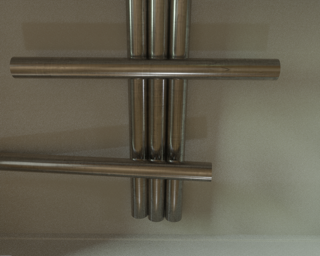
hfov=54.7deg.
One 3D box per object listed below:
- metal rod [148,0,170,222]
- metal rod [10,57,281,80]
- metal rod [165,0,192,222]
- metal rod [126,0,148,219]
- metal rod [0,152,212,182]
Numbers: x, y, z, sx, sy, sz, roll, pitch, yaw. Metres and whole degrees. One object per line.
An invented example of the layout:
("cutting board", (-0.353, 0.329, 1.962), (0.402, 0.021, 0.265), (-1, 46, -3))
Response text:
("metal rod", (-0.004, -0.008, 0.407), (0.025, 0.025, 0.298), (1, 110, 0))
("metal rod", (-0.016, -0.069, 0.358), (0.302, 0.025, 0.025), (0, 110, 0))
("metal rod", (0.022, -0.008, 0.406), (0.025, 0.025, 0.298), (1, 110, 0))
("metal rod", (-0.028, -0.013, 0.405), (0.025, 0.025, 0.298), (0, 110, 0))
("metal rod", (-0.085, 0.050, 0.409), (0.302, 0.025, 0.025), (2, 110, 6))
